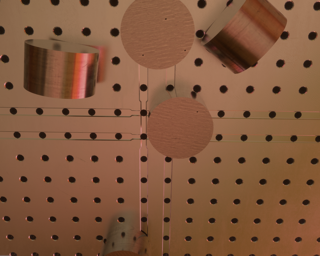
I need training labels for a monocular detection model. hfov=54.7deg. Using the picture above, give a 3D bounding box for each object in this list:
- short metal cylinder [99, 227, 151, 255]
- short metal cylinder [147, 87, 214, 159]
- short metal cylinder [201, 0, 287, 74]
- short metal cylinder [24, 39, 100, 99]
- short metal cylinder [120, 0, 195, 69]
[{"bbox_3d":[-0.053,0.201,0.474,0.081,0.050,0.079,0,110,0],"label":"short metal cylinder"},{"bbox_3d":[0.024,-0.007,0.397,0.081,0.050,0.079,0,110,0],"label":"short metal cylinder"},{"bbox_3d":[0.091,-0.108,0.345,0.050,0.080,0.080,37,106,-13],"label":"short metal cylinder"},{"bbox_3d":[-0.113,-0.070,0.357,0.081,0.080,0.050,9,110,-4],"label":"short metal cylinder"},{"bbox_3d":[-0.002,-0.112,0.359,0.081,0.050,0.079,0,110,0],"label":"short metal cylinder"}]
